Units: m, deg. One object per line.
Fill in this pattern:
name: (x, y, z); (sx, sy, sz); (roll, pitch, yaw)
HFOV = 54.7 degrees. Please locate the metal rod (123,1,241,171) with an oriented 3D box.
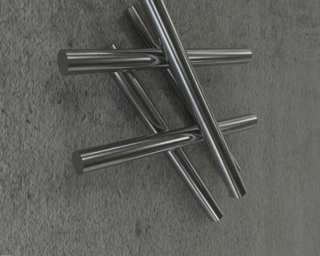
metal rod: (0.043, -0.040, 0.444); (0.025, 0.025, 0.299); (-51, 120, -28)

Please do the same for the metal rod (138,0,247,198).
metal rod: (0.046, -0.032, 0.382); (0.025, 0.025, 0.299); (-42, 116, -32)

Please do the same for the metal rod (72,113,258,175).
metal rod: (0.032, 0.012, 0.403); (0.302, 0.025, 0.025); (-11, 98, -40)

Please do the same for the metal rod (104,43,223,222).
metal rod: (0.012, 0.022, 0.418); (0.025, 0.025, 0.299); (-49, 119, -29)

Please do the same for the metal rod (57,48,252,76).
metal rod: (0.020, -0.088, 0.393); (0.302, 0.025, 0.025); (-13, 98, -40)
